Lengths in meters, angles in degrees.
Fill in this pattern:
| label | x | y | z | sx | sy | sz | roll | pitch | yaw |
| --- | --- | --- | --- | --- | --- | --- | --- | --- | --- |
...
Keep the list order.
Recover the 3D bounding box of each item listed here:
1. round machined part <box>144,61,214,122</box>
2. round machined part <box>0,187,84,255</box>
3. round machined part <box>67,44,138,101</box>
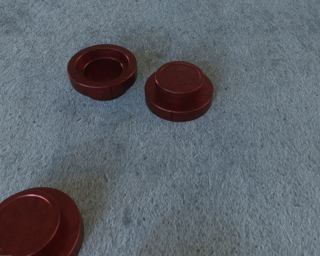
| label | x | y | z | sx | sy | sz | roll | pitch | yaw |
| --- | --- | --- | --- | --- | --- | --- | --- | --- | --- |
| round machined part | 0.027 | -0.058 | 0.441 | 0.099 | 0.042 | 0.098 | 0 | 50 | 0 |
| round machined part | -0.128 | 0.101 | 0.306 | 0.099 | 0.042 | 0.098 | 0 | 50 | 0 |
| round machined part | -0.082 | -0.078 | 0.457 | 0.099 | 0.042 | 0.098 | 0 | 50 | 0 |
